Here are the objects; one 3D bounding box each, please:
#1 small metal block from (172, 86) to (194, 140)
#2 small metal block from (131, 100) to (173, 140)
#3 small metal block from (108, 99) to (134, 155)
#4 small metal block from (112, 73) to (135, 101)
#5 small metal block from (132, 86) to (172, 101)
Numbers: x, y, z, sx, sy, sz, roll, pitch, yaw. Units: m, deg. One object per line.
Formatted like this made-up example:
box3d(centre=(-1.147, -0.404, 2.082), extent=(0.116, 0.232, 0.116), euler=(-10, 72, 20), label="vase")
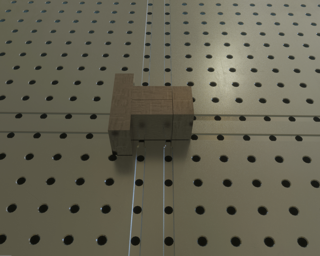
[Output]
box3d(centre=(0.028, -0.020, 0.407), extent=(0.025, 0.050, 0.050), euler=(0, 50, 0), label="small metal block")
box3d(centre=(-0.010, -0.010, 0.399), extent=(0.050, 0.050, 0.025), euler=(0, 50, -1), label="small metal block")
box3d(centre=(-0.048, -0.001, 0.390), extent=(0.025, 0.050, 0.050), euler=(0, 50, 0), label="small metal block")
box3d(centre=(-0.048, -0.039, 0.423), extent=(0.025, 0.050, 0.050), euler=(0, 50, 0), label="small metal block")
box3d(centre=(-0.010, -0.029, 0.415), extent=(0.050, 0.050, 0.025), euler=(0, 50, -1), label="small metal block")
